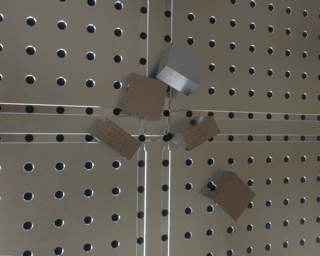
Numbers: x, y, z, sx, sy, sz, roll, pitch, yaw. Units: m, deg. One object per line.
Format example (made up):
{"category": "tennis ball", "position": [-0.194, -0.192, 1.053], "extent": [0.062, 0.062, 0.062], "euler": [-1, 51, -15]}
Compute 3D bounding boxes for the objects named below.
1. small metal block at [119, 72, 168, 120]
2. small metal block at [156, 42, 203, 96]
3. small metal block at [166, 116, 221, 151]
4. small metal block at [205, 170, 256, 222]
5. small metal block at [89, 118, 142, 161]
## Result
{"category": "small metal block", "position": [-0.022, -0.040, 0.406], "extent": [0.050, 0.025, 0.050], "euler": [14, 85, -20]}
{"category": "small metal block", "position": [0.027, -0.078, 0.412], "extent": [0.050, 0.025, 0.050], "euler": [28, 49, -18]}
{"category": "small metal block", "position": [0.044, 0.006, 0.417], "extent": [0.050, 0.050, 0.025], "euler": [-28, 100, -18]}
{"category": "small metal block", "position": [0.103, 0.099, 0.452], "extent": [0.050, 0.025, 0.050], "euler": [46, 76, -15]}
{"category": "small metal block", "position": [-0.056, 0.013, 0.379], "extent": [0.050, 0.050, 0.025], "euler": [37, 78, -17]}
